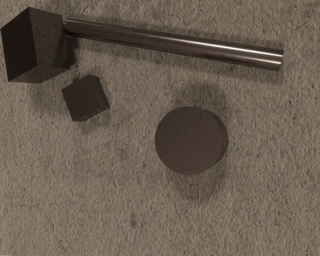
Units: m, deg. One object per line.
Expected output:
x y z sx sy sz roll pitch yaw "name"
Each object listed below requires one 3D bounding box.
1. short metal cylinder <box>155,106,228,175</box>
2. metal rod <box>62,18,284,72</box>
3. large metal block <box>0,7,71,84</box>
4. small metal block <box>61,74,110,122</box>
0.040 0.015 0.381 0.080 0.050 0.079 0 90 19 "short metal cylinder"
0.003 -0.113 0.407 0.301 0.025 0.025 14 95 19 "metal rod"
-0.180 -0.114 0.445 0.080 0.050 0.080 -13 86 38 "large metal block"
-0.107 -0.042 0.445 0.050 0.025 0.050 -24 82 18 "small metal block"
